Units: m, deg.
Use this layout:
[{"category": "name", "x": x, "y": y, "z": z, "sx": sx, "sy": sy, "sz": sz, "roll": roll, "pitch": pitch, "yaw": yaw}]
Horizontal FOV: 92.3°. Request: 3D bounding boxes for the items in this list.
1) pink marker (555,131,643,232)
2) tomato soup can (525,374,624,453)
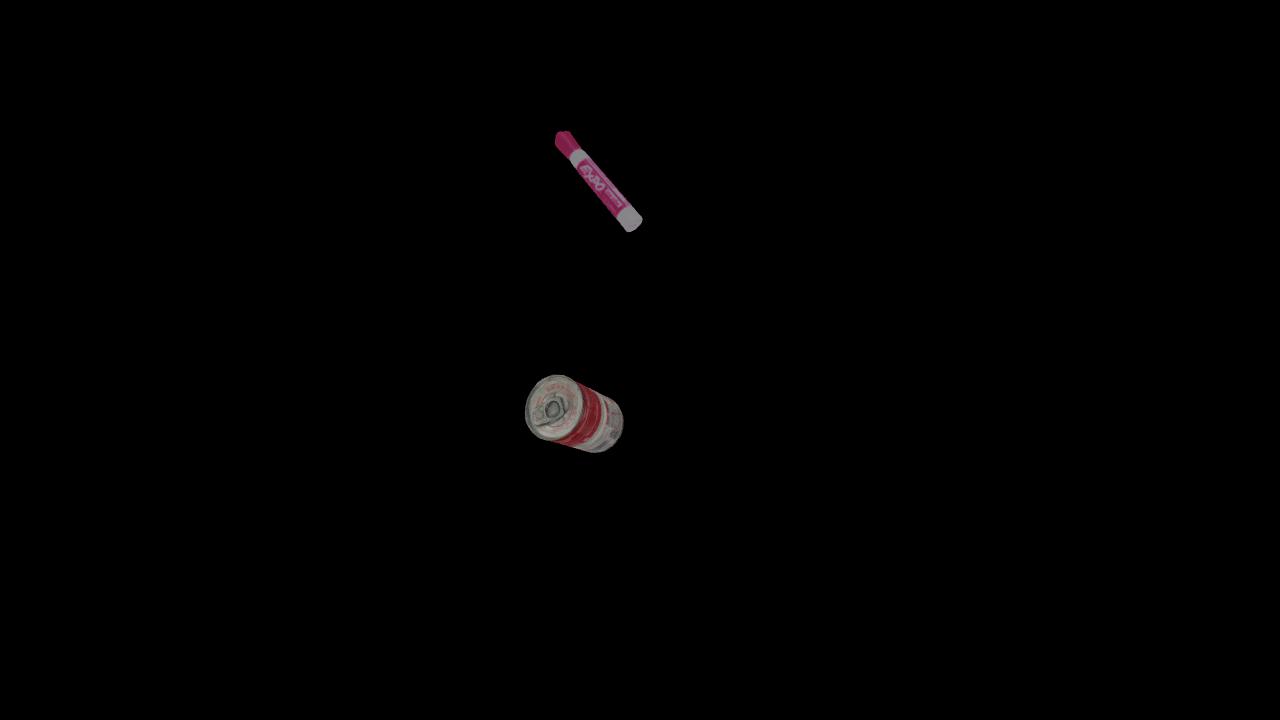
[{"category": "pink marker", "x": -0.041, "y": -0.167, "z": 0.568, "sx": 0.020, "sy": 0.121, "sz": 0.020, "roll": -35, "pitch": -14, "yaw": -11}, {"category": "tomato soup can", "x": -0.066, "y": 0.060, "z": 0.654, "sx": 0.068, "sy": 0.068, "sz": 0.101, "roll": 0, "pitch": -15, "yaw": 24}]
